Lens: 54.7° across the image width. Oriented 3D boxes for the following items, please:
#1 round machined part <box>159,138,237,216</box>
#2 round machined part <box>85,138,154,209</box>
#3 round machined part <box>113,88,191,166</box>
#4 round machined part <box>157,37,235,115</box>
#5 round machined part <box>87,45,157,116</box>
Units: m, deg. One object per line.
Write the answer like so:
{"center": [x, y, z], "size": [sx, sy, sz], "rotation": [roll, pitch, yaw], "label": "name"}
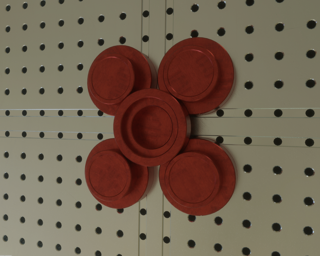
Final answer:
{"center": [0.044, 0.062, 0.387], "size": [0.098, 0.042, 0.097], "rotation": [0, 90, 19], "label": "round machined part"}
{"center": [-0.061, 0.063, 0.424], "size": [0.098, 0.042, 0.097], "rotation": [0, 90, 19], "label": "round machined part"}
{"center": [-0.007, -0.001, 0.403], "size": [0.098, 0.042, 0.097], "rotation": [0, 90, 19], "label": "round machined part"}
{"center": [0.043, -0.065, 0.387], "size": [0.098, 0.042, 0.097], "rotation": [0, 90, 19], "label": "round machined part"}
{"center": [-0.058, -0.064, 0.422], "size": [0.098, 0.042, 0.097], "rotation": [0, 90, 19], "label": "round machined part"}
